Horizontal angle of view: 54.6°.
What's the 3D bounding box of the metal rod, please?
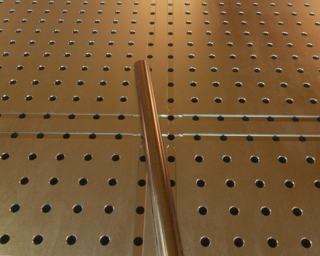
[{"bbox_3d":[-0.009,0.016,0.394,0.025,0.025,0.300,-6,50,-5],"label":"metal rod"}]
